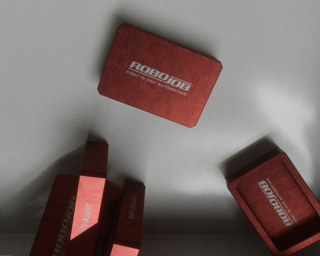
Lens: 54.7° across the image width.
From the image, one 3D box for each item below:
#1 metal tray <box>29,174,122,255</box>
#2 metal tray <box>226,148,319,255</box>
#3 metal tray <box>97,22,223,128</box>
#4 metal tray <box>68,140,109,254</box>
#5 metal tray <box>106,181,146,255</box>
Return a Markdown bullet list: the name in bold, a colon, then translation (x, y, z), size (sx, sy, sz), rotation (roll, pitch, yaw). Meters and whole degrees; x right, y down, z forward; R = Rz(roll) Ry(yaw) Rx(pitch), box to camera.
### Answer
- **metal tray**: translation (-0.109, 0.129, 0.395), size (0.090, 0.130, 0.030), rotation (2, 157, 25)
- **metal tray**: translation (0.165, 0.105, 0.432), size (0.090, 0.030, 0.130), rotation (-34, 92, 11)
- **metal tray**: translation (-0.001, -0.064, 0.385), size (0.131, 0.030, 0.089), rotation (20, 109, -8)
- **metal tray**: translation (-0.094, 0.093, 0.407), size (0.030, 0.090, 0.129), rotation (9, 110, -12)
- **metal tray**: translation (-0.048, 0.141, 0.407), size (0.030, 0.130, 0.089), rotation (15, 109, -6)
